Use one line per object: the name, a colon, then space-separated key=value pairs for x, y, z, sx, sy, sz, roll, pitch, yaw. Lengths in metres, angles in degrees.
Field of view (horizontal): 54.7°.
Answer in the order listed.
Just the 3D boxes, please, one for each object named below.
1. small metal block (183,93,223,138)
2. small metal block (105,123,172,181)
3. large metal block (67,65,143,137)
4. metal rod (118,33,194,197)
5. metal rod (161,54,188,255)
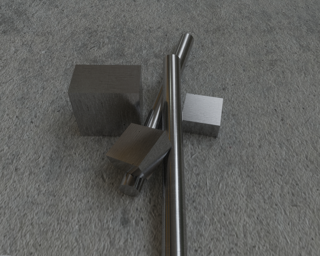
small metal block: x=0.056 y=-0.018 z=0.419 sx=0.050 sy=0.025 sz=0.050 roll=9 pitch=51 yaw=7
small metal block: x=-0.023 y=0.025 z=0.345 sx=0.050 sy=0.025 sz=0.050 roll=13 pitch=55 yaw=38
large metal block: x=-0.064 y=-0.033 z=0.394 sx=0.081 sy=0.080 sz=0.050 roll=0 pitch=50 yaw=0
metal rod: x=0.006 y=-0.041 z=0.437 sx=0.025 sy=0.025 sz=0.300 roll=12 pitch=51 yaw=10
metal rod: x=0.015 y=0.027 z=0.362 sx=0.025 sy=0.025 sz=0.300 roll=1 pitch=56 yaw=0
